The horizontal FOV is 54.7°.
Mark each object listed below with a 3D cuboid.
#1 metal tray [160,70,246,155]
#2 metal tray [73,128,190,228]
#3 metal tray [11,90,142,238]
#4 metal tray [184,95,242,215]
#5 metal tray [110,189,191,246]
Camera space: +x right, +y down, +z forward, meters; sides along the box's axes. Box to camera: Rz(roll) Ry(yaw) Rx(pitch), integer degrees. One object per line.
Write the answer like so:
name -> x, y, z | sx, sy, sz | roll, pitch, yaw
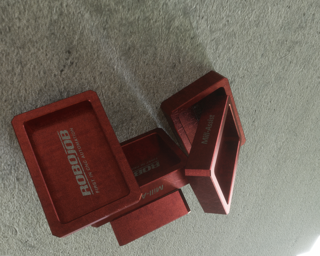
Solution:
metal tray -> 0.066, -0.005, 0.440 | 0.090, 0.030, 0.130 | -34, 129, -7
metal tray -> -0.036, 0.054, 0.381 | 0.131, 0.090, 0.030 | -23, 127, -15
metal tray -> -0.086, 0.034, 0.322 | 0.091, 0.130, 0.030 | -22, 166, -16
metal tray -> 0.074, 0.032, 0.398 | 0.090, 0.030, 0.130 | 63, 36, -39
metal tray -> -0.021, 0.115, 0.413 | 0.091, 0.130, 0.030 | -22, 82, -15
